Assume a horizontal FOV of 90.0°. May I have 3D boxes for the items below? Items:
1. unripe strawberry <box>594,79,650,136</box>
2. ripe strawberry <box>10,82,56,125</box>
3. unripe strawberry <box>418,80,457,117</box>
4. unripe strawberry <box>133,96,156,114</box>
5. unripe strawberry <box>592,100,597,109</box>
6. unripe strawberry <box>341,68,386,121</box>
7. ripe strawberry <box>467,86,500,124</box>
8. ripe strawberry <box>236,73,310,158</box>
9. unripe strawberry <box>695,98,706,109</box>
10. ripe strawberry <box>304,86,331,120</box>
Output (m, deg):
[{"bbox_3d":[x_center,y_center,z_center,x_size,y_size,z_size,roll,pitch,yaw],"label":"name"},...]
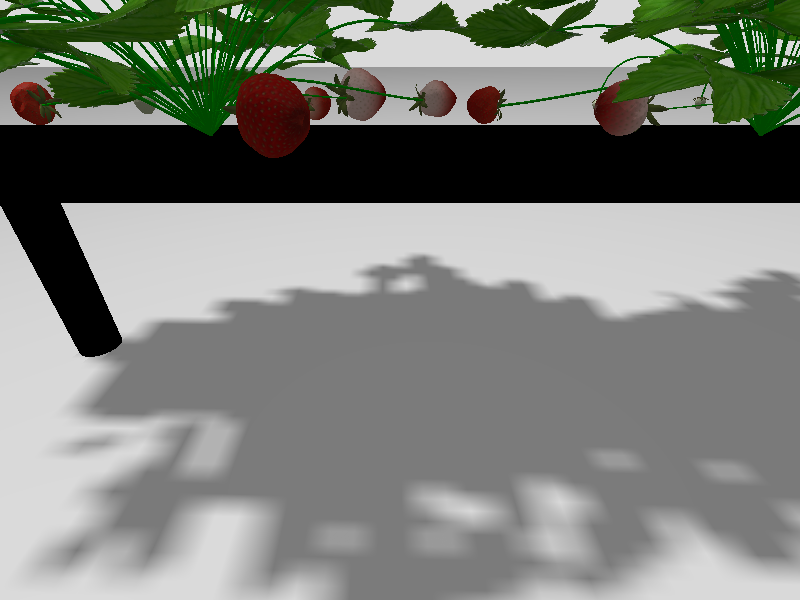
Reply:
[{"bbox_3d":[0.175,-0.153,0.318,0.039,0.041,0.036,0,32,1],"label":"unripe strawberry"},{"bbox_3d":[-0.340,-0.182,0.370,0.034,0.035,0.031,9,33,15],"label":"ripe strawberry"},{"bbox_3d":[0.039,-0.205,0.407,0.039,0.034,0.039,-15,35,-24],"label":"unripe strawberry"},{"bbox_3d":[-0.286,-0.221,0.450,0.023,0.023,0.019,-25,39,-34],"label":"unripe strawberry"},{"bbox_3d":[0.220,-0.216,0.445,0.010,0.011,0.011,-15,35,-23],"label":"unripe strawberry"},{"bbox_3d":[-0.035,-0.207,0.404,0.049,0.048,0.045,-24,39,-34],"label":"unripe strawberry"},{"bbox_3d":[0.078,-0.183,0.377,0.030,0.031,0.028,9,33,15],"label":"ripe strawberry"},{"bbox_3d":[-0.077,-0.116,0.256,0.050,0.050,0.047,26,40,35],"label":"ripe strawberry"},{"bbox_3d":[0.349,-0.229,0.465,0.011,0.012,0.012,10,33,15],"label":"unripe strawberry"},{"bbox_3d":[-0.080,-0.194,0.395,0.026,0.030,0.029,24,38,33],"label":"ripe strawberry"}]
